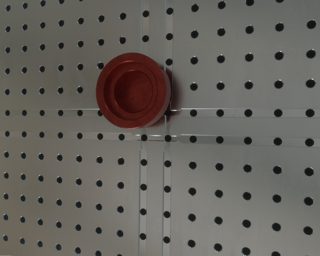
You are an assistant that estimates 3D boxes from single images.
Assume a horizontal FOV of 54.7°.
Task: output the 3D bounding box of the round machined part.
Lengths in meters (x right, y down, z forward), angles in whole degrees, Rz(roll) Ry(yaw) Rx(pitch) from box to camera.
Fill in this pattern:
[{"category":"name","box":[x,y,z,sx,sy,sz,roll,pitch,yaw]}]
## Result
[{"category":"round machined part","box":[-0.032,-0.048,0.414,0.098,0.042,0.097,0,90,19]}]
